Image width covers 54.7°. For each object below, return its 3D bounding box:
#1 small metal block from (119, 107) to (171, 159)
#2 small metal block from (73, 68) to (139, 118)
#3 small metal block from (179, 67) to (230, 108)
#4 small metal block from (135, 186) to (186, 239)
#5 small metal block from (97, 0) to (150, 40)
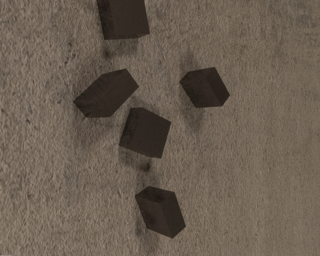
[{"bbox_3d":[-0.018,0.007,0.392,0.050,0.025,0.050,26,74,-37],"label":"small metal block"},{"bbox_3d":[-0.059,-0.037,0.340,0.050,0.050,0.025,-51,120,-28],"label":"small metal block"},{"bbox_3d":[0.064,-0.057,0.445,0.025,0.050,0.050,-51,120,-28],"label":"small metal block"},{"bbox_3d":[0.000,0.105,0.391,0.025,0.050,0.050,-29,109,-36],"label":"small metal block"},{"bbox_3d":[-0.043,-0.134,0.370,0.050,0.025,0.050,-17,101,-39],"label":"small metal block"}]
